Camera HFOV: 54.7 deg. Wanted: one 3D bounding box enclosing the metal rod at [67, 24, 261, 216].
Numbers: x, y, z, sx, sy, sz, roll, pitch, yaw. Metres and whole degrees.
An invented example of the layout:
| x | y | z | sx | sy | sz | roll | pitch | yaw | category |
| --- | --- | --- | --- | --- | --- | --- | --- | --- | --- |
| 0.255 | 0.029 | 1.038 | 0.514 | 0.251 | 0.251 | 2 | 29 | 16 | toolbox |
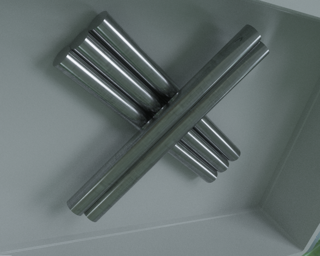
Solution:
| x | y | z | sx | sy | sz | roll | pitch | yaw | category |
| --- | --- | --- | --- | --- | --- | --- | --- | --- | --- |
| 0.003 | -0.007 | 0.371 | 0.300 | 0.025 | 0.025 | -45 | 129 | 3 | metal rod |

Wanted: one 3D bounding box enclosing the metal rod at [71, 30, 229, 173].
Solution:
| x | y | z | sx | sy | sz | roll | pitch | yaw | category |
| --- | --- | --- | --- | --- | --- | --- | --- | --- | --- |
| 0.010 | -0.014 | 0.403 | 0.025 | 0.025 | 0.301 | -47 | 129 | 4 | metal rod |

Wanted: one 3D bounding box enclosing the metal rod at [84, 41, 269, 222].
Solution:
| x | y | z | sx | sy | sz | roll | pitch | yaw | category |
| --- | --- | --- | --- | --- | --- | --- | --- | --- | --- |
| 0.018 | 0.005 | 0.387 | 0.300 | 0.025 | 0.025 | -45 | 129 | 3 | metal rod |

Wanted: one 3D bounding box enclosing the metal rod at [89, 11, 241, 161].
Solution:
| x | y | z | sx | sy | sz | roll | pitch | yaw | category |
| --- | --- | --- | --- | --- | --- | --- | --- | --- | --- |
| 0.028 | -0.032 | 0.402 | 0.025 | 0.025 | 0.301 | -47 | 129 | 4 | metal rod |

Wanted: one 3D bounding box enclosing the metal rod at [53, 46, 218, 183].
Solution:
| x | y | z | sx | sy | sz | roll | pitch | yaw | category |
| --- | --- | --- | --- | --- | --- | --- | --- | --- | --- |
| -0.008 | 0.003 | 0.403 | 0.025 | 0.025 | 0.301 | -47 | 129 | 4 | metal rod |
